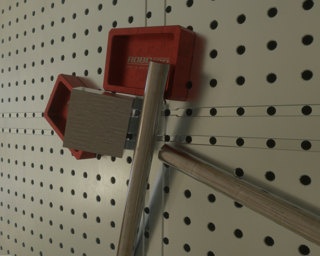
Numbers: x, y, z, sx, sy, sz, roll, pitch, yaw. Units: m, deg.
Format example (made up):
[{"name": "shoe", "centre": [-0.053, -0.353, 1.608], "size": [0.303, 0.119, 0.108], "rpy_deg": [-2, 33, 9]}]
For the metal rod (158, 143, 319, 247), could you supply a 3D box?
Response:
[{"name": "metal rod", "centre": [0.116, 0.081, 0.312], "size": [0.300, 0.025, 0.025], "rpy_deg": [24, 105, 37]}]

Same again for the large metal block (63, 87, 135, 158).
[{"name": "large metal block", "centre": [-0.083, -0.010, 0.433], "size": [0.081, 0.050, 0.079], "rpy_deg": [11, 100, -2]}]

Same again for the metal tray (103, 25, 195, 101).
[{"name": "metal tray", "centre": [-0.020, -0.088, 0.420], "size": [0.130, 0.030, 0.089], "rpy_deg": [12, 98, 39]}]

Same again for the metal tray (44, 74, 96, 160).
[{"name": "metal tray", "centre": [-0.141, -0.020, 0.518], "size": [0.130, 0.030, 0.089], "rpy_deg": [43, 116, 31]}]

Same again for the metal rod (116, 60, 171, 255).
[{"name": "metal rod", "centre": [-0.027, 0.062, 0.406], "size": [0.025, 0.025, 0.298], "rpy_deg": [25, 113, 37]}]
